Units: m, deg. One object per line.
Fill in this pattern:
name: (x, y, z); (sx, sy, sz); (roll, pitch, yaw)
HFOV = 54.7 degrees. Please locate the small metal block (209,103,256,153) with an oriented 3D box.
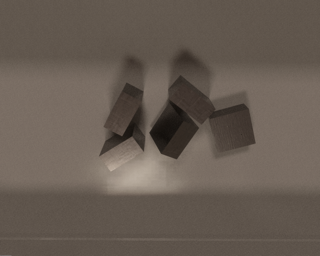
small metal block: (0.095, 0.000, 0.413); (0.050, 0.025, 0.050); (-15, 110, 5)

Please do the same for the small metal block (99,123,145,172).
small metal block: (-0.048, 0.024, 0.406); (0.050, 0.050, 0.025); (-31, 107, 10)

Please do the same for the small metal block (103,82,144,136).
small metal block: (-0.045, -0.025, 0.388); (0.025, 0.050, 0.050); (28, 108, -10)

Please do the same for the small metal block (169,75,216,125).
small metal block: (0.038, -0.036, 0.385); (0.050, 0.050, 0.025); (37, 106, -13)

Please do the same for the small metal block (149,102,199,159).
small metal block: (0.017, 0.003, 0.396); (0.025, 0.050, 0.050); (23, 110, -31)
